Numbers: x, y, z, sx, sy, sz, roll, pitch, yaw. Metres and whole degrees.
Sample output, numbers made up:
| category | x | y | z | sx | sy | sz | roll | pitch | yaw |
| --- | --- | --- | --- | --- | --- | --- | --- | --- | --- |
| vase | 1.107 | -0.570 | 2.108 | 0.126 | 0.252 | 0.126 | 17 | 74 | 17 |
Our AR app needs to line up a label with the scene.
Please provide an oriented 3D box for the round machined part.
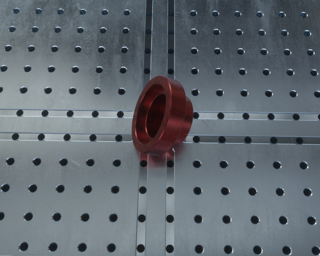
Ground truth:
| category | x | y | z | sx | sy | sz | roll | pitch | yaw |
| --- | --- | --- | --- | --- | --- | --- | --- | --- | --- |
| round machined part | 0.005 | -0.013 | 0.388 | 0.042 | 0.098 | 0.098 | 15 | 67 | -28 |
